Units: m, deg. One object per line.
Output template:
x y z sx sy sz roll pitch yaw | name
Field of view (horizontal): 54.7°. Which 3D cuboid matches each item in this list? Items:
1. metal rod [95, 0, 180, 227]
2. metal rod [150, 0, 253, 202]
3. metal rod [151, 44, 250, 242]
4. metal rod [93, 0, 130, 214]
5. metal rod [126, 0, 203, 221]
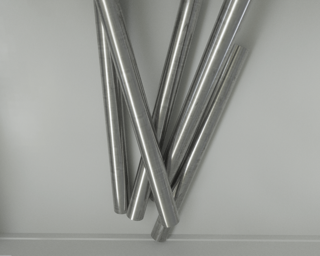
-0.023 -0.013 0.370 0.025 0.025 0.298 -14 107 5 | metal rod
0.036 -0.015 0.362 0.025 0.025 0.298 15 126 -6 | metal rod
0.048 0.033 0.423 0.025 0.025 0.298 18 109 -7 | metal rod
-0.060 -0.021 0.402 0.025 0.025 0.298 -2 110 0 | metal rod
0.001 -0.014 0.397 0.025 0.025 0.298 13 107 -5 | metal rod
